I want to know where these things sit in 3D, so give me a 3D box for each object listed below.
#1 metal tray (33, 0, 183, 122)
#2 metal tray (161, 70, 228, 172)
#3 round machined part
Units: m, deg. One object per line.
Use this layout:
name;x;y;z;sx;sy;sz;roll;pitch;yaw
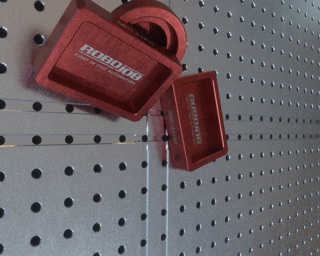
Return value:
metal tray;-0.051;-0.065;0.328;0.131;0.030;0.090;22;120;-38
metal tray;0.051;-0.012;0.451;0.091;0.030;0.129;-19;102;-39
round machined part;-0.022;-0.101;0.359;0.099;0.042;0.097;-12;136;-12
